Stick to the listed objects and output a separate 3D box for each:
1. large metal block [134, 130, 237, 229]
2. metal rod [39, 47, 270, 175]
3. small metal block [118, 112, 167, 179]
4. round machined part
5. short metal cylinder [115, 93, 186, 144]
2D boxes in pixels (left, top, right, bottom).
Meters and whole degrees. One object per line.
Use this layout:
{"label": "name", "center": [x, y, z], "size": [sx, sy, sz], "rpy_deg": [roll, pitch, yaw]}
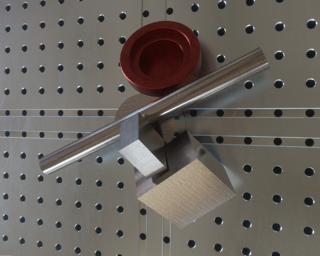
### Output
{"label": "large metal block", "center": [0.028, 0.062, 0.364], "size": [0.080, 0.050, 0.080], "rpy_deg": [-37, 123, 16]}
{"label": "metal rod", "center": [-0.021, -0.011, 0.365], "size": [0.300, 0.025, 0.025], "rpy_deg": [-25, 82, 17]}
{"label": "small metal block", "center": [-0.019, 0.019, 0.340], "size": [0.025, 0.050, 0.050], "rpy_deg": [-31, 122, 17]}
{"label": "round machined part", "center": [0.003, -0.082, 0.389], "size": [0.098, 0.042, 0.098], "rpy_deg": [-5, 67, 11]}
{"label": "short metal cylinder", "center": [-0.012, -0.003, 0.402], "size": [0.080, 0.050, 0.079], "rpy_deg": [0, 90, 19]}
